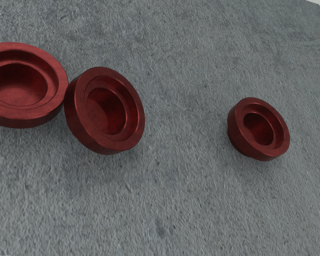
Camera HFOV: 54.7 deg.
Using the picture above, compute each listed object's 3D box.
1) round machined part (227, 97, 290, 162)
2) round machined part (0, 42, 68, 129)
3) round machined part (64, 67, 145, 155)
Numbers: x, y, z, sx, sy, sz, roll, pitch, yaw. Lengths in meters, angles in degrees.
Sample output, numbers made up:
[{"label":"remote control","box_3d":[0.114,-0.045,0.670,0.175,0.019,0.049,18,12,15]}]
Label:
[{"label":"round machined part","box_3d":[0.142,0.006,0.466,0.099,0.042,0.098,14,56,-21]},{"label":"round machined part","box_3d":[-0.153,-0.042,0.336,0.099,0.042,0.098,13,56,-21]},{"label":"round machined part","box_3d":[-0.066,-0.016,0.353,0.098,0.042,0.098,25,55,-42]}]
